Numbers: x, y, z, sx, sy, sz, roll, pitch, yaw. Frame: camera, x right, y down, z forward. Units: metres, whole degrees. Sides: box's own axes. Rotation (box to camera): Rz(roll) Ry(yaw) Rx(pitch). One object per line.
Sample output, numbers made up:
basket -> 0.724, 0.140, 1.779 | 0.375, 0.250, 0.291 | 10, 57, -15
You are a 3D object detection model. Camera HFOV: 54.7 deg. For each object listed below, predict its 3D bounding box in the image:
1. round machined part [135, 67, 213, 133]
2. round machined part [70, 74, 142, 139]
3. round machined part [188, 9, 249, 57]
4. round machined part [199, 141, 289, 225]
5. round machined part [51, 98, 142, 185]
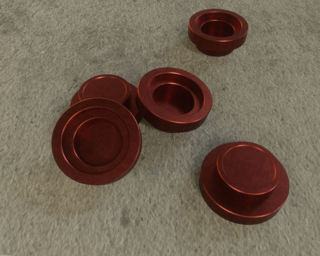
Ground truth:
round machined part -> 0.016, -0.032, 0.412 | 0.099, 0.042, 0.098 | 8, 51, -9
round machined part -> -0.073, -0.036, 0.421 | 0.099, 0.042, 0.098 | 0, 50, 0
round machined part -> 0.097, -0.159, 0.527 | 0.099, 0.042, 0.098 | 0, 50, 0
round machined part -> 0.095, 0.054, 0.348 | 0.099, 0.042, 0.098 | 0, 50, 0
round machined part -> -0.070, 0.017, 0.360 | 0.099, 0.042, 0.098 | 0, 78, 1
